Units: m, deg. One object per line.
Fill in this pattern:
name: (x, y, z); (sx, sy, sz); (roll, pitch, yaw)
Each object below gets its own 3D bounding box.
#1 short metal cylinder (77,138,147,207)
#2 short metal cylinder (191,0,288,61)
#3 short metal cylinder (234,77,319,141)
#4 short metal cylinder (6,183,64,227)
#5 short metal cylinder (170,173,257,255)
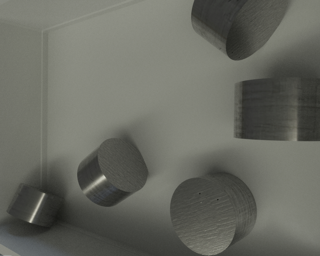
short metal cylinder: (-0.064, 0.061, 0.424); (0.050, 0.081, 0.080); (-38, 67, 33)
short metal cylinder: (0.078, -0.115, 0.307); (0.050, 0.081, 0.080); (48, 118, 29)
short metal cylinder: (0.109, -0.015, 0.281); (0.080, 0.081, 0.050); (2, 91, 40)
short metal cylinder: (-0.216, 0.134, 0.541); (0.080, 0.080, 0.050); (8, 70, 39)
short metal cylinder: (0.058, 0.092, 0.342); (0.080, 0.050, 0.080); (0, 90, 40)
